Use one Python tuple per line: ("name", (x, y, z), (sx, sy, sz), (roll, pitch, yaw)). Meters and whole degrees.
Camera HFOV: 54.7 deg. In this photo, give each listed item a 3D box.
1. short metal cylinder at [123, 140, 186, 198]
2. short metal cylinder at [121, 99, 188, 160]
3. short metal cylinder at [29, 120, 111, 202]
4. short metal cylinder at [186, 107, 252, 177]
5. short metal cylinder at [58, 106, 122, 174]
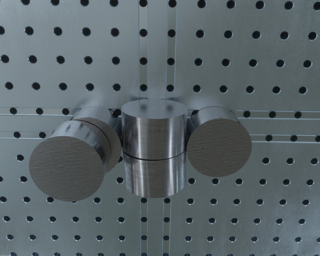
("short metal cylinder", (-0.006, 0.047, 0.401), (0.081, 0.080, 0.050), (-1, 110, 0))
("short metal cylinder", (-0.007, -0.001, 0.384), (0.081, 0.080, 0.050), (1, 111, -1))
("short metal cylinder", (-0.101, 0.037, 0.358), (0.081, 0.050, 0.079), (0, 110, 0))
("short metal cylinder", (0.073, 0.017, 0.406), (0.081, 0.050, 0.079), (0, 110, 0))
("short metal cylinder", (-0.088, 0.016, 0.405), (0.081, 0.050, 0.079), (0, 110, 0))
